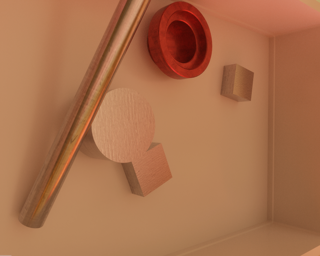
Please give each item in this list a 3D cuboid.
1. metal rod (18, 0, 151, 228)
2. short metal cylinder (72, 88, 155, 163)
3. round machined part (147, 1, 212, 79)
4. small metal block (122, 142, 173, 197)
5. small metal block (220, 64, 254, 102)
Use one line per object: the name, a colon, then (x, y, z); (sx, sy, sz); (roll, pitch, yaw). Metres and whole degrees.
metal rod: (-0.060, -0.042, 0.290); (0.025, 0.025, 0.299); (22, 97, -38)
short metal cylinder: (-0.053, -0.003, 0.348); (0.081, 0.050, 0.079); (0, 90, -40)
round machined part: (0.022, -0.114, 0.416); (0.099, 0.042, 0.097); (0, 90, -40)
small metal block: (-0.017, 0.052, 0.395); (0.050, 0.025, 0.050); (-29, 108, -37)
small metal block: (0.130, -0.074, 0.518); (0.050, 0.025, 0.050); (13, 82, -40)
